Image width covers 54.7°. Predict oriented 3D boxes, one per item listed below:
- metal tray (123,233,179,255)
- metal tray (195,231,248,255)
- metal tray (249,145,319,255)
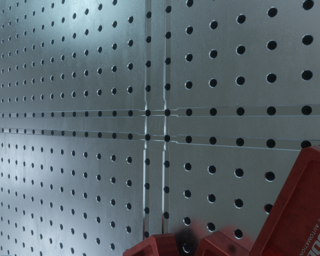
[{"bbox_3d":[-0.004,0.206,0.376,0.090,0.030,0.130,-46,47,42],"label":"metal tray"},{"bbox_3d":[0.070,0.197,0.346,0.090,0.030,0.129,27,107,36],"label":"metal tray"},{"bbox_3d":[0.150,0.092,0.281,0.090,0.030,0.129,31,109,35],"label":"metal tray"}]
